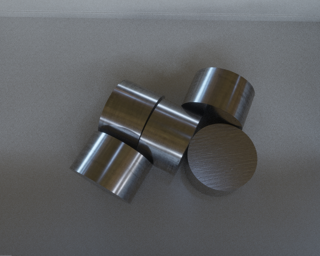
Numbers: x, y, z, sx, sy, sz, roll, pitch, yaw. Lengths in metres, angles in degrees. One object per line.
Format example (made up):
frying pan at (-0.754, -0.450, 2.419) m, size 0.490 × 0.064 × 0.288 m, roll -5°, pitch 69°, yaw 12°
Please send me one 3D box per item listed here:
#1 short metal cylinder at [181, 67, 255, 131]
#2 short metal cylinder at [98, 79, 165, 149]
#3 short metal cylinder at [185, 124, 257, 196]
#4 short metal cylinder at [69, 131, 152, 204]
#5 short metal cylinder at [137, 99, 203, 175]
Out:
short metal cylinder at (0.072, -0.032, 0.391) m, size 0.080 × 0.080 × 0.050 m, roll 22°, pitch 72°, yaw 7°
short metal cylinder at (-0.034, -0.013, 0.383) m, size 0.050 × 0.080 × 0.080 m, roll 24°, pitch 72°, yaw 8°
short metal cylinder at (0.072, 0.040, 0.380) m, size 0.081 × 0.050 × 0.080 m, roll 0°, pitch 70°, yaw 0°
short metal cylinder at (-0.056, 0.047, 0.361) m, size 0.080 × 0.080 × 0.050 m, roll 28°, pitch 72°, yaw 9°
short metal cylinder at (0.012, 0.011, 0.375) m, size 0.050 × 0.080 × 0.080 m, roll 25°, pitch 72°, yaw 8°
